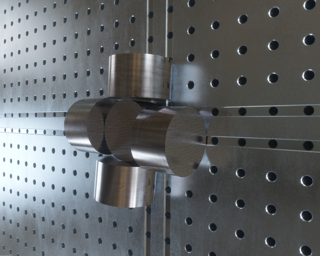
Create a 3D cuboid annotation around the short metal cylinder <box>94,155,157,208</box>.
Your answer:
[{"bbox_3d":[-0.045,0.068,0.409,0.080,0.081,0.050,8,95,39],"label":"short metal cylinder"}]

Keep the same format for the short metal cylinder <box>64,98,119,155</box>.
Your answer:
[{"bbox_3d":[-0.089,-0.003,0.447,0.050,0.081,0.079,2,92,39],"label":"short metal cylinder"}]

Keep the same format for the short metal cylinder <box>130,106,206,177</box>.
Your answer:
[{"bbox_3d":[0.012,0.014,0.364,0.050,0.081,0.079,5,93,39],"label":"short metal cylinder"}]

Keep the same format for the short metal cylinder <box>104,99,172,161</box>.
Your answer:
[{"bbox_3d":[-0.029,0.003,0.418,0.080,0.050,0.080,0,90,38],"label":"short metal cylinder"}]

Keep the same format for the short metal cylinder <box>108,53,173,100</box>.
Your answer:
[{"bbox_3d":[-0.025,-0.062,0.394,0.080,0.081,0.050,4,92,40],"label":"short metal cylinder"}]
